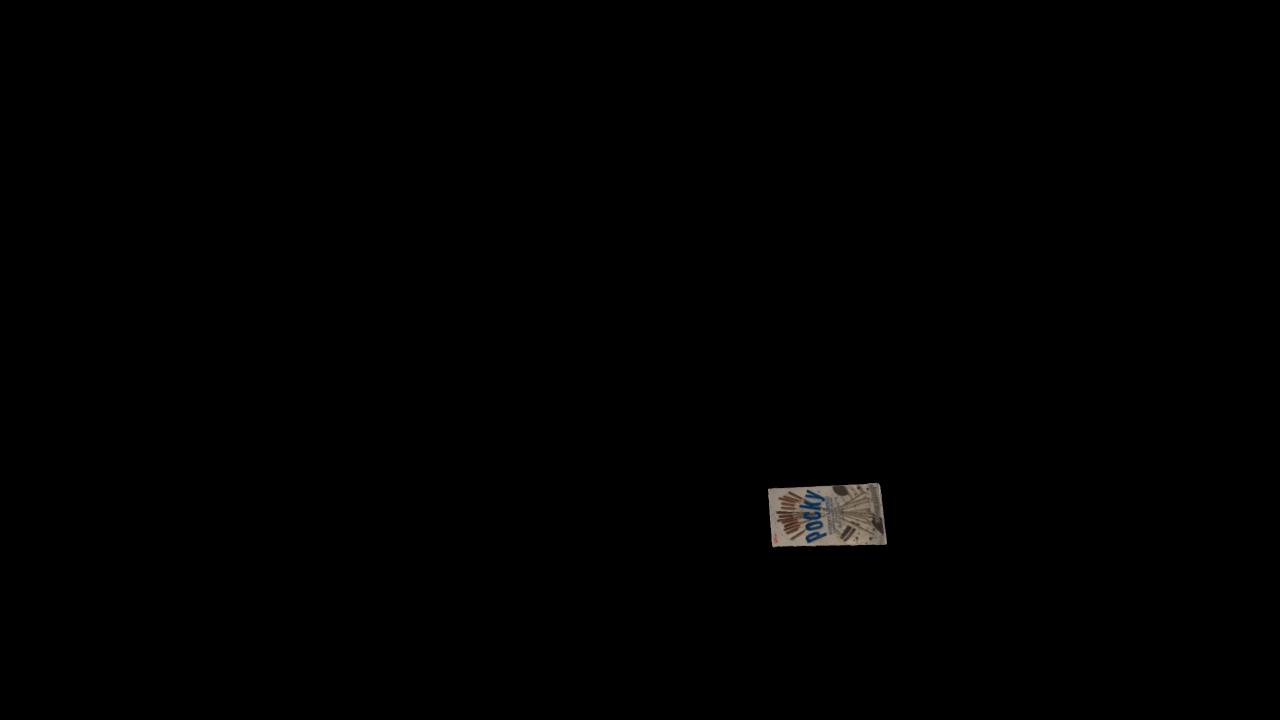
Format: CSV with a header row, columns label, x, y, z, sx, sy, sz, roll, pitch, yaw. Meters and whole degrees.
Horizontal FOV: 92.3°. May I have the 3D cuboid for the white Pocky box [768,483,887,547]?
label,x,y,z,sx,sy,sz,roll,pitch,yaw
white Pocky box,0.261,0.218,0.864,0.154,0.084,0.028,-8,-19,22
